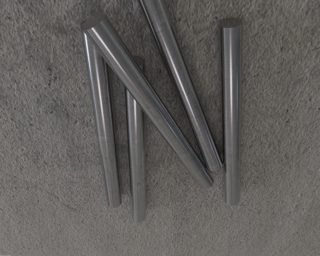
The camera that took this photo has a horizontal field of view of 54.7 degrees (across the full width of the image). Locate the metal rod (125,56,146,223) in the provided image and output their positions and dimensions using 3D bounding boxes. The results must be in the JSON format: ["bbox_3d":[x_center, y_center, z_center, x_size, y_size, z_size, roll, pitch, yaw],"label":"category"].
[{"bbox_3d":[-0.032,0.039,0.440,0.025,0.025,0.298,1,130,-1],"label":"metal rod"}]

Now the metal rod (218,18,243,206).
[{"bbox_3d":[0.095,0.005,0.411,0.025,0.025,0.298,-7,130,6],"label":"metal rod"}]

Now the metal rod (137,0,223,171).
[{"bbox_3d":[0.027,-0.053,0.361,0.025,0.025,0.299,-16,129,13],"label":"metal rod"}]

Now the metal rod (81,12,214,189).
[{"bbox_3d":[0.006,-0.006,0.378,0.025,0.025,0.300,-21,134,16],"label":"metal rod"}]

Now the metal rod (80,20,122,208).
[{"bbox_3d":[-0.072,0.007,0.412,0.025,0.025,0.298,1,130,-1],"label":"metal rod"}]
